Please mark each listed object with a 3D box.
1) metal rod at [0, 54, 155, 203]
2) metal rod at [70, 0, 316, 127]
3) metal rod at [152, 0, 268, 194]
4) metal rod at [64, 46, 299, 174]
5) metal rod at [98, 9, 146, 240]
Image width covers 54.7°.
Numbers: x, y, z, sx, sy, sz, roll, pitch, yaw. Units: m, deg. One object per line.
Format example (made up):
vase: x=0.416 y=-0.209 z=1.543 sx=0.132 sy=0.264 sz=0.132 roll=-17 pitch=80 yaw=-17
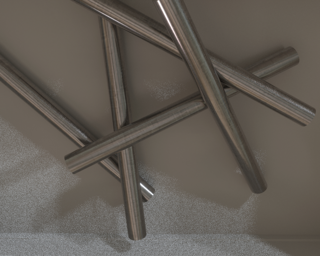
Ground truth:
metal rod: x=-0.121 y=-0.003 z=0.408 sx=0.025 sy=0.025 sz=0.300 roll=-43 pitch=105 yaw=14
metal rod: x=0.039 y=-0.081 z=0.345 sx=0.301 sy=0.025 sz=0.025 roll=27 pitch=108 yaw=-6
metal rod: x=0.073 y=-0.018 z=0.361 sx=0.025 sy=0.025 sz=0.299 roll=-28 pitch=125 yaw=9
metal rod: x=0.029 y=-0.023 z=0.374 sx=0.301 sy=0.025 sz=0.025 roll=-26 pitch=109 yaw=-3
metal rod: x=-0.046 y=0.004 z=0.394 sx=0.025 sy=0.025 sz=0.298 roll=-6 pitch=104 yaw=1
